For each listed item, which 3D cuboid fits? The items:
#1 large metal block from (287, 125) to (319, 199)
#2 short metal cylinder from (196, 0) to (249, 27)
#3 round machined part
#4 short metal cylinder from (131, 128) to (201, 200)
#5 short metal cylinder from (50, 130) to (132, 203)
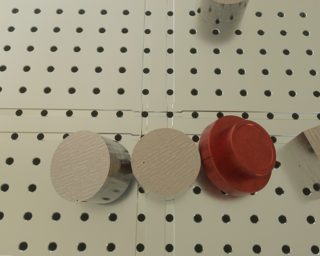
[{"bbox_3d":[0.224,0.034,0.388,0.080,0.050,0.080,-20,71,-7],"label":"large metal block"},{"bbox_3d":[0.097,-0.204,0.474,0.081,0.050,0.080,0,70,0],"label":"short metal cylinder"},{"bbox_3d":[0.099,0.029,0.371,0.099,0.042,0.098,13,62,-25],"label":"round machined part"},{"bbox_3d":[0.007,0.046,0.382,0.081,0.050,0.080,0,70,0],"label":"short metal cylinder"},{"bbox_3d":[-0.080,0.047,0.366,0.080,0.050,0.080,-7,73,22],"label":"short metal cylinder"}]
